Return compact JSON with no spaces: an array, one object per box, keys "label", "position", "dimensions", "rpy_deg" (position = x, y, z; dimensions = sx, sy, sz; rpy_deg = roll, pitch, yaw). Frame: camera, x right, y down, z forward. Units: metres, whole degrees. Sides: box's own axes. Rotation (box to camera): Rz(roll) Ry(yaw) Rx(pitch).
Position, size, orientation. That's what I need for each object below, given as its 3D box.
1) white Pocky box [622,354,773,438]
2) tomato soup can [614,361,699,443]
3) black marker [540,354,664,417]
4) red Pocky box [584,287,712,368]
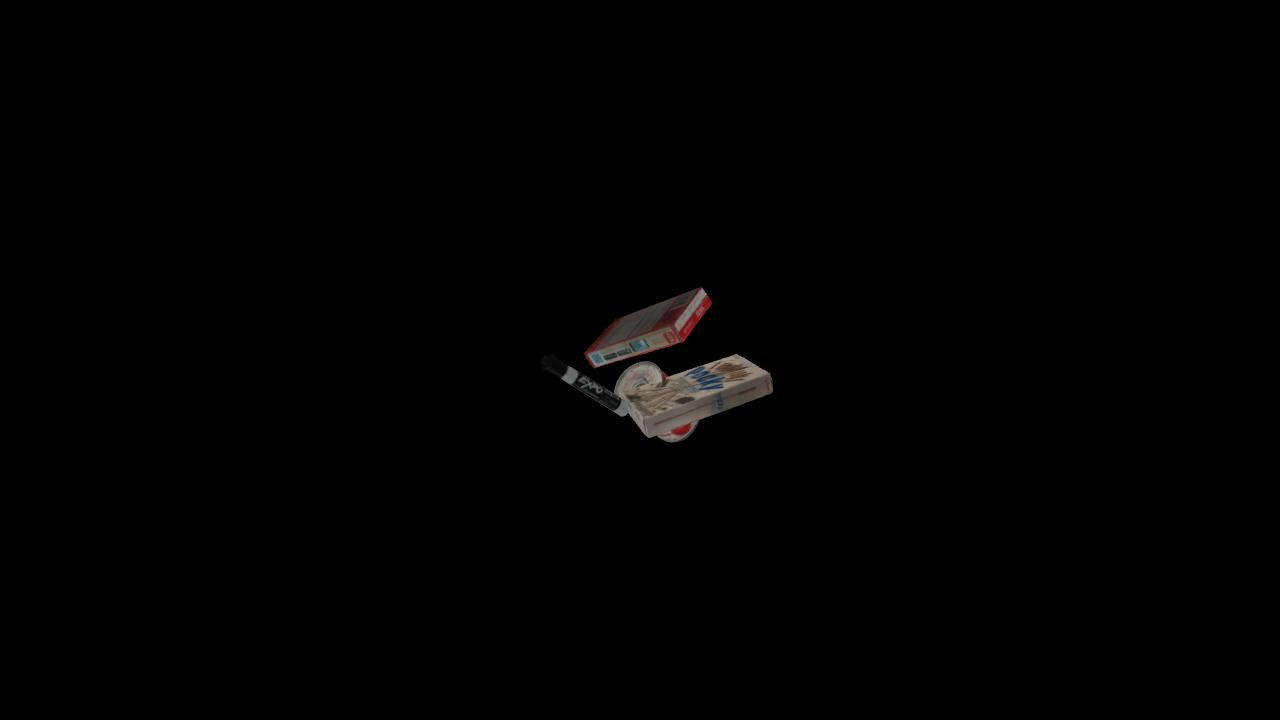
[{"label":"white Pocky box","position":[0.063,0.038,0.698],"dimensions":[0.154,0.028,0.084],"rpy_deg":[-18,22,-13]},{"label":"tomato soup can","position":[0.023,0.054,0.760],"dimensions":[0.068,0.068,0.101],"rpy_deg":[0,-28,35]},{"label":"black marker","position":[-0.060,0.028,0.680],"dimensions":[0.121,0.020,0.020],"rpy_deg":[34,-19,-30]},{"label":"red Pocky box","position":[0.008,-0.037,0.741],"dimensions":[0.155,0.028,0.083],"rpy_deg":[-16,27,44]}]
